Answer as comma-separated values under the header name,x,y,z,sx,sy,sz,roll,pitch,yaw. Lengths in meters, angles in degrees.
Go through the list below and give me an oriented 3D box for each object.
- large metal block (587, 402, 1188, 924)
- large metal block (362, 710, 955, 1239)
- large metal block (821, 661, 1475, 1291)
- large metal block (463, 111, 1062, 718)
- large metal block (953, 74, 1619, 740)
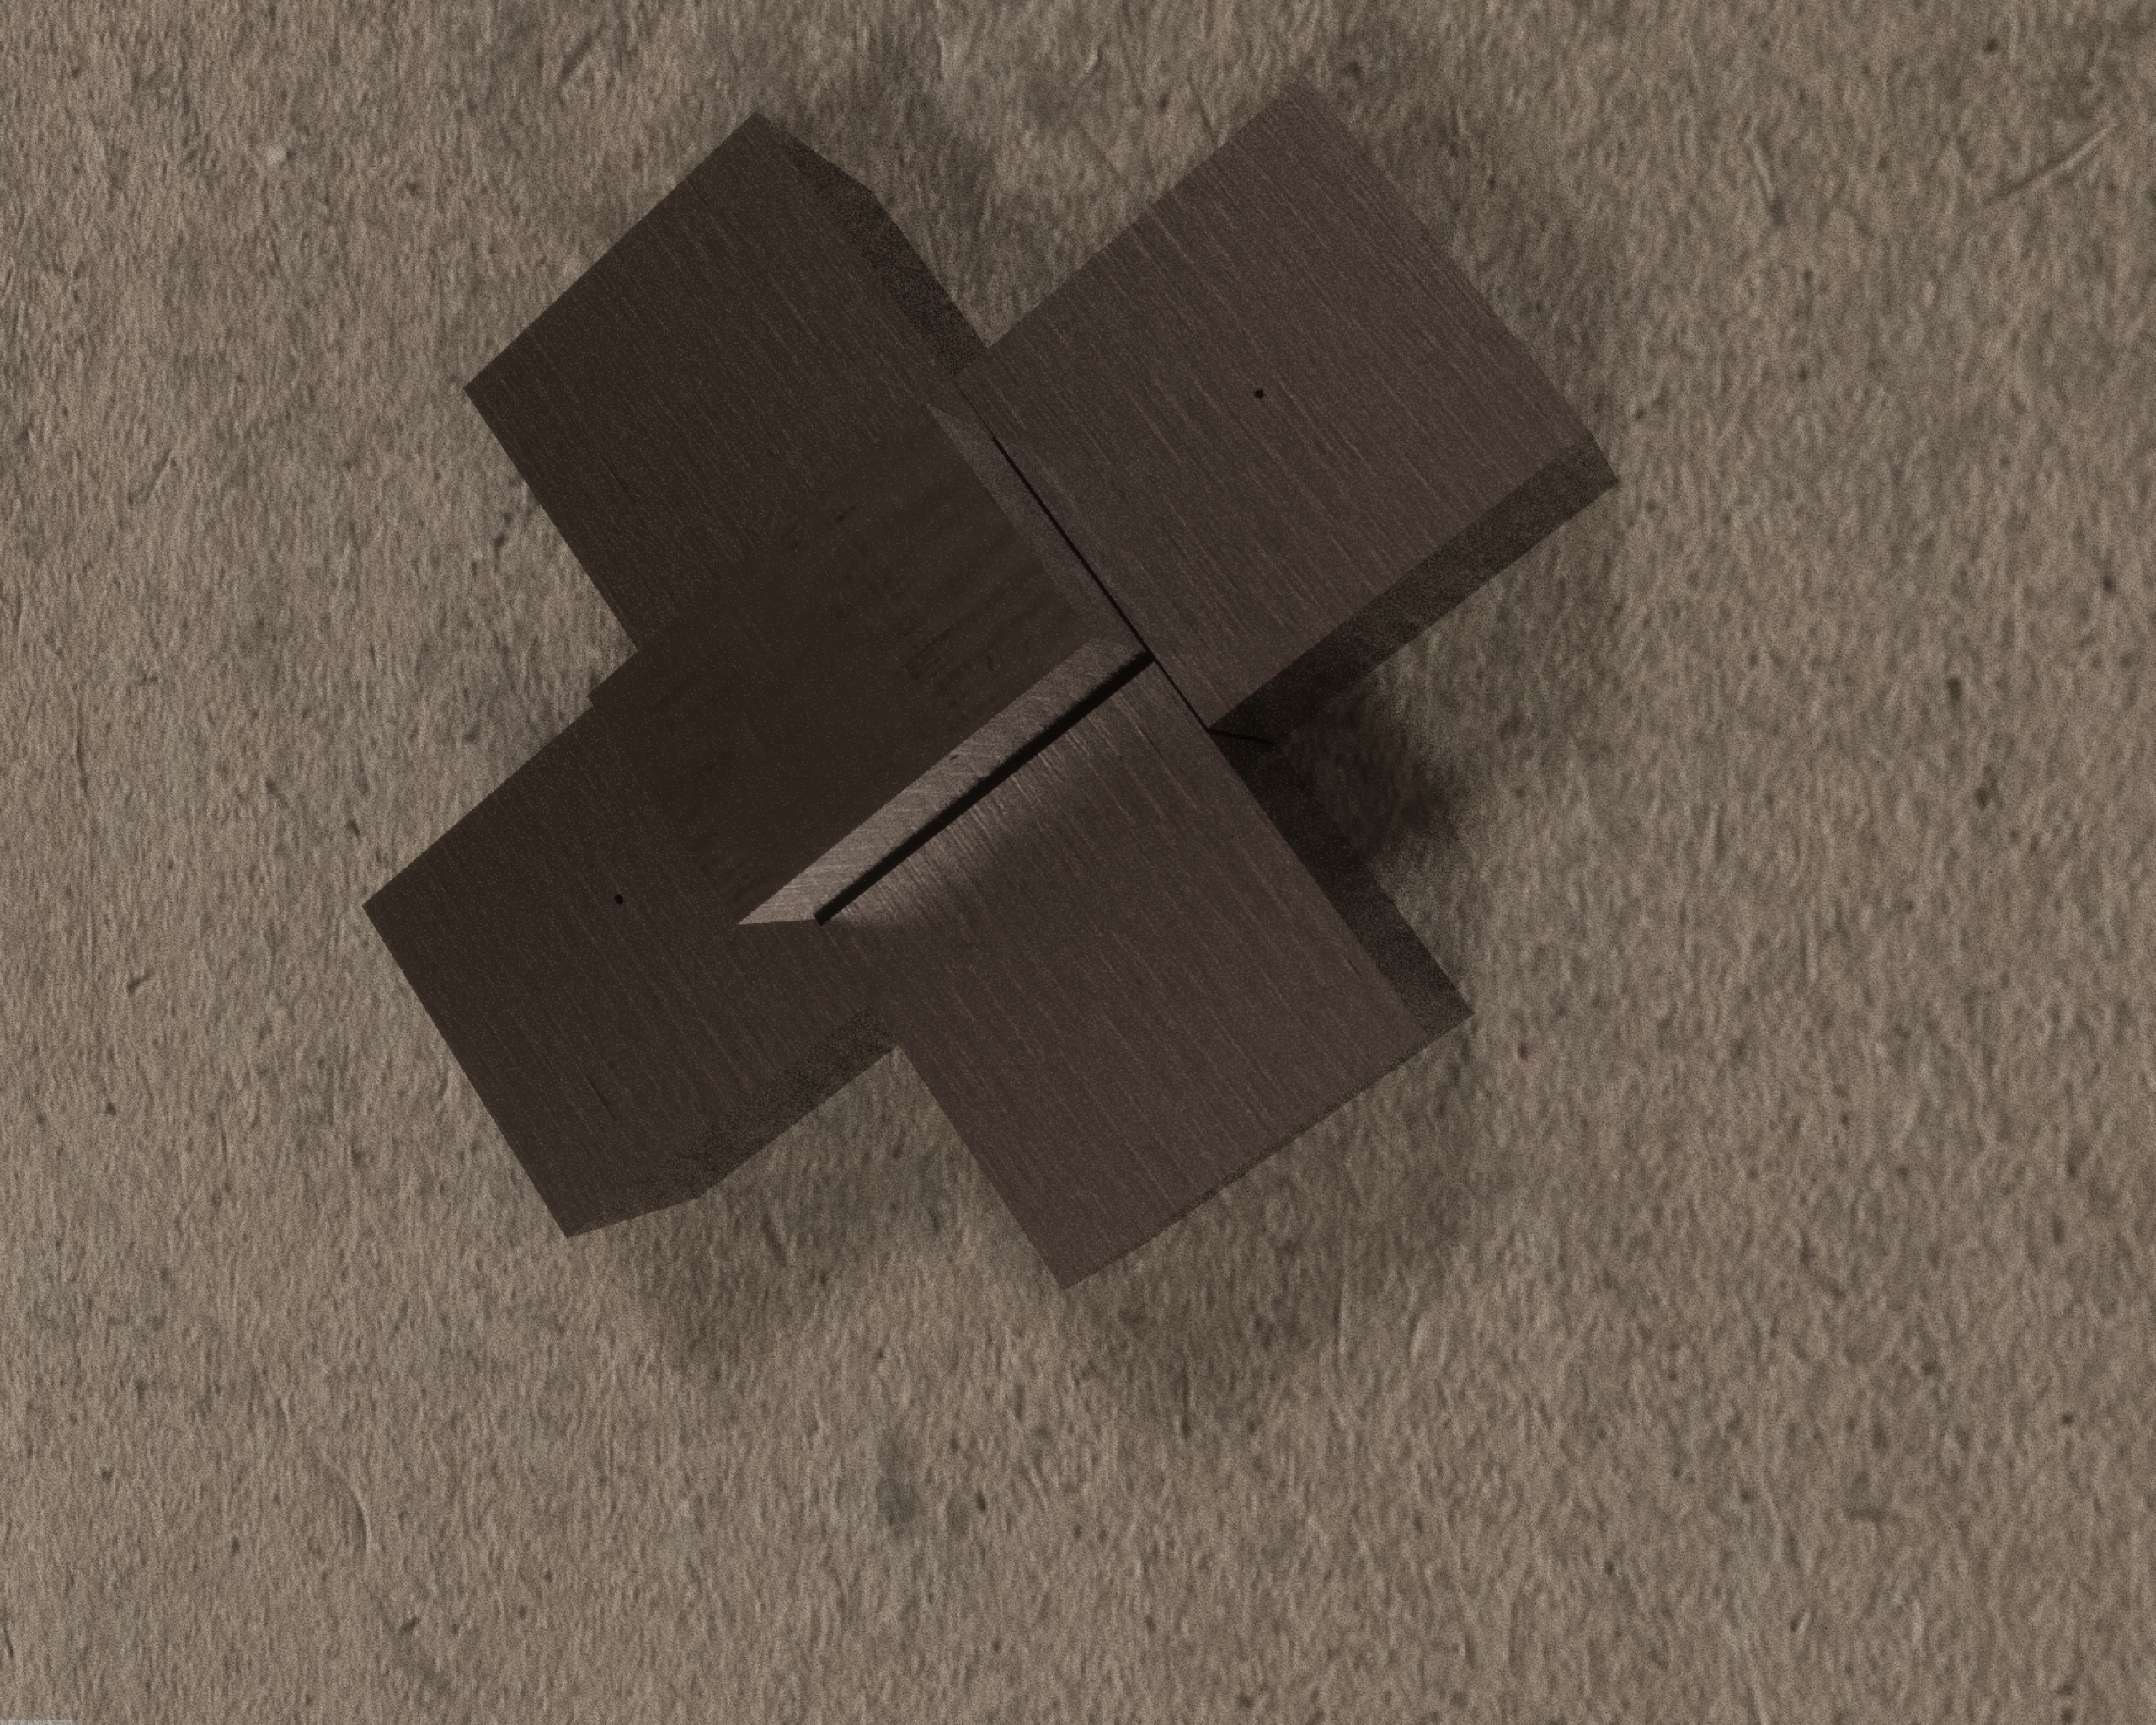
name,x,y,z,sx,sy,sz,roll,pitch,yaw
large metal block,-0.028,-0.033,0.390,0.080,0.080,0.050,-38,78,16
large metal block,-0.082,0.017,0.424,0.080,0.050,0.080,-38,78,15
large metal block,0.014,0.020,0.390,0.080,0.050,0.080,-38,78,15
large metal block,-0.060,-0.085,0.416,0.080,0.050,0.080,-38,78,15
large metal block,0.039,-0.079,0.382,0.080,0.050,0.080,-38,78,15
